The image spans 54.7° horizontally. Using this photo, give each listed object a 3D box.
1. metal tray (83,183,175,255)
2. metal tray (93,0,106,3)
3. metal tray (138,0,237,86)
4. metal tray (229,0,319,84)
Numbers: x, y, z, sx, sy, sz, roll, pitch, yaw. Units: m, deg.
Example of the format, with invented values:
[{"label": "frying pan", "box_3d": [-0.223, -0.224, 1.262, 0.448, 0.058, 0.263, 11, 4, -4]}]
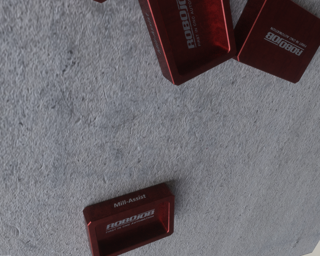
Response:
[{"label": "metal tray", "box_3d": [-0.043, 0.142, 0.467, 0.131, 0.030, 0.089, -14, 124, -21]}, {"label": "metal tray", "box_3d": [-0.094, -0.168, 0.248, 0.131, 0.030, 0.089, 9, 114, -32]}, {"label": "metal tray", "box_3d": [0.032, -0.123, 0.344, 0.090, 0.030, 0.129, -29, 128, -10]}, {"label": "metal tray", "box_3d": [0.159, -0.119, 0.416, 0.131, 0.030, 0.089, 11, 113, -33]}]
